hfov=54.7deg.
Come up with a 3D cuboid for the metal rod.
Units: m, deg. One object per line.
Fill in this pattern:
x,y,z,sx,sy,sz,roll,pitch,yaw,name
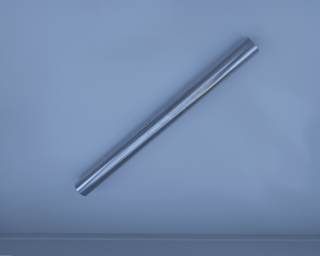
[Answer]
0.000,-0.007,0.408,0.300,0.025,0.025,-40,106,13,metal rod
